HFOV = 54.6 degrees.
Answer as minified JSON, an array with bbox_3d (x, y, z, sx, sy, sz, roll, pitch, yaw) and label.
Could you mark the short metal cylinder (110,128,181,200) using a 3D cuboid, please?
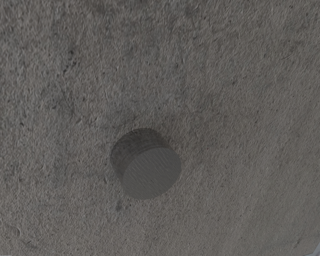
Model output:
[{"bbox_3d":[-0.019,0.047,0.408,0.081,0.050,0.080,-14,124,-21],"label":"short metal cylinder"}]
